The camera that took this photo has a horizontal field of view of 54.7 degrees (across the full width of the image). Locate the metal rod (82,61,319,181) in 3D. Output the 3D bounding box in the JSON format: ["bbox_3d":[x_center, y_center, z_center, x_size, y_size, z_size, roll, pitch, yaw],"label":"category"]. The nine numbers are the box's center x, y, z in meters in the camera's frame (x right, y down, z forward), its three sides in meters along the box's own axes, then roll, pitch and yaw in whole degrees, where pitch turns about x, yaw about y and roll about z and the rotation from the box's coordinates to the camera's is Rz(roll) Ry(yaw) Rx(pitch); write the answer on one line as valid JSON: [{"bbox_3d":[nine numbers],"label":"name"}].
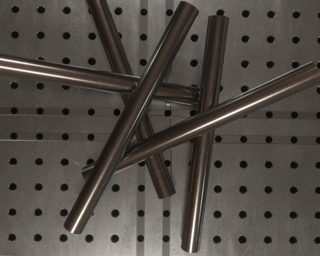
[{"bbox_3d":[0.035,0.001,0.370,0.300,0.025,0.025,-25,91,16],"label":"metal rod"}]

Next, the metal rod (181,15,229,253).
[{"bbox_3d":[0.056,0.014,0.394,0.025,0.025,0.298,6,98,-1],"label":"metal rod"}]

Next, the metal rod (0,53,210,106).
[{"bbox_3d":[-0.077,-0.058,0.376,0.302,0.025,0.025,8,90,-15],"label":"metal rod"}]

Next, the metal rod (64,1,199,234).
[{"bbox_3d":[-0.036,-0.009,0.369,0.025,0.025,0.299,28,94,-1],"label":"metal rod"}]

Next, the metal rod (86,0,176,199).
[{"bbox_3d":[-0.041,-0.051,0.412,0.025,0.025,0.299,-20,90,0],"label":"metal rod"}]
